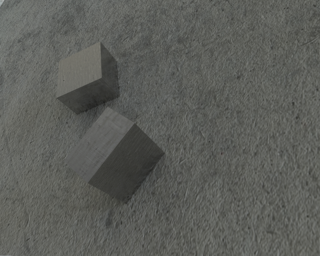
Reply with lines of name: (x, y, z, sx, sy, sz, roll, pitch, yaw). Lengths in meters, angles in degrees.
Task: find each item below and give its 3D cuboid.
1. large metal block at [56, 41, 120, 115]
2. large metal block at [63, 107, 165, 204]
large metal block: (-0.115, -0.079, 0.497, 0.080, 0.050, 0.080, -21, 54, 16)
large metal block: (-0.052, 0.035, 0.375, 0.050, 0.080, 0.080, 30, 78, 37)
